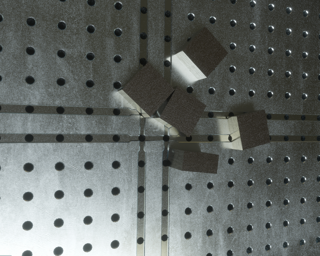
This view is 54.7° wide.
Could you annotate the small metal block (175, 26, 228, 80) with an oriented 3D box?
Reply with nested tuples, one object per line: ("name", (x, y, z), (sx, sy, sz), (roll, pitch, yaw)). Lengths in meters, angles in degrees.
("small metal block", (0.059, -0.104, 0.436), (0.050, 0.025, 0.050), (45, 76, -15))

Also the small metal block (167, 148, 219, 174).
("small metal block", (0.043, 0.044, 0.417), (0.050, 0.050, 0.025), (8, 88, -20))

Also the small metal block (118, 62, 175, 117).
("small metal block", (-0.018, -0.049, 0.407), (0.050, 0.025, 0.050), (45, 76, -15))

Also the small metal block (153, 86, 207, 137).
("small metal block", (0.027, -0.022, 0.424), (0.050, 0.025, 0.050), (32, 79, -18))

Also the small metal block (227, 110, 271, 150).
("small metal block", (0.133, 0.002, 0.464), (0.050, 0.025, 0.050), (-13, 95, -20))
